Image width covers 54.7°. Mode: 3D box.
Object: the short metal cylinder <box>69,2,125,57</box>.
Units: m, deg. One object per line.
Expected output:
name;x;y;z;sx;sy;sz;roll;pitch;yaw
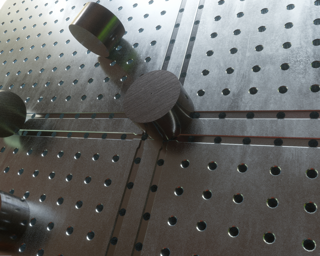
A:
short metal cylinder;-0.108;-0.168;0.532;0.080;0.080;0.050;22;74;36

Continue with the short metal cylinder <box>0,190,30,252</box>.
short metal cylinder;-0.234;0.129;0.436;0.080;0.050;0.080;-13;56;21

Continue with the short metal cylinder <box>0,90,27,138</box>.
short metal cylinder;-0.284;-0.027;0.539;0.050;0.080;0.080;11;67;33

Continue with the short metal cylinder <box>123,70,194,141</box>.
short metal cylinder;-0.001;-0.030;0.411;0.080;0.050;0.080;-13;56;21
